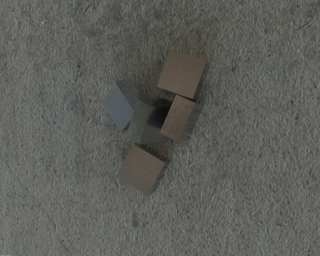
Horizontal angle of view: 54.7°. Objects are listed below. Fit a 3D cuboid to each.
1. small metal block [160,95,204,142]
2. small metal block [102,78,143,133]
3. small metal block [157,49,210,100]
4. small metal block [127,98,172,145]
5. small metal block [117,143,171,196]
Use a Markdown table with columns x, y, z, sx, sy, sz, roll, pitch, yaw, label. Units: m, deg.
| x | y | z | sx | sy | sz | roll | pitch | yaw | label |
| --- | --- | --- | --- | --- | --- | --- | --- | --- | --- |
| 0.028 | -0.012 | 0.386 | 0.025 | 0.050 | 0.050 | 26 | 99 | 17 | small metal block |
| -0.046 | -0.030 | 0.413 | 0.050 | 0.025 | 0.050 | 57 | 139 | 12 | small metal block |
| 0.031 | -0.068 | 0.398 | 0.050 | 0.025 | 0.050 | 21 | 97 | 18 | small metal block |
| -0.009 | -0.009 | 0.390 | 0.025 | 0.050 | 0.050 | 34 | 116 | 36 | small metal block |
| -0.021 | 0.054 | 0.417 | 0.050 | 0.025 | 0.050 | 30 | 100 | 17 | small metal block |
